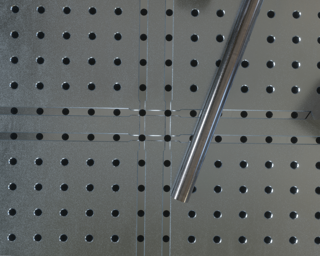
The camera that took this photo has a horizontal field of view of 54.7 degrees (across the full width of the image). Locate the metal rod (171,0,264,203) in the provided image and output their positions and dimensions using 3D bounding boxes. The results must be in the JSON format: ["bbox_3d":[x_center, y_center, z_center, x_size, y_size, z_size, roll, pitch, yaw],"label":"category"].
[{"bbox_3d":[0.079,-0.045,0.414,0.025,0.025,0.299,21,90,-1],"label":"metal rod"}]

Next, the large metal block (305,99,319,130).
[{"bbox_3d":[0.257,-0.021,0.404,0.080,0.050,0.080,34,90,-1],"label":"large metal block"}]
